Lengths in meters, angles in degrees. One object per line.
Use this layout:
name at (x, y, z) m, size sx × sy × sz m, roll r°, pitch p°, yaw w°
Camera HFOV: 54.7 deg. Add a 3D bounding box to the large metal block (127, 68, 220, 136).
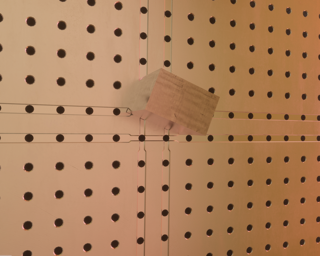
large metal block at (0.014, -0.029, 0.389) m, size 0.080 × 0.080 × 0.050 m, roll 23°, pitch 82°, yaw -19°
